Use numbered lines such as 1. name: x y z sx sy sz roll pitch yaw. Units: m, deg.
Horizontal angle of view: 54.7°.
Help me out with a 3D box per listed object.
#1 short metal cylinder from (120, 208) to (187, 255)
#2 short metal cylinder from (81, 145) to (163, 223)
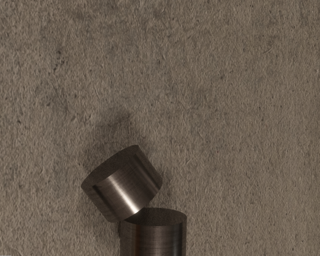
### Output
1. short metal cylinder: -0.008 0.132 0.378 0.081 0.080 0.050 2 90 -20
2. short metal cylinder: -0.044 0.064 0.364 0.080 0.080 0.050 -38 103 -16
